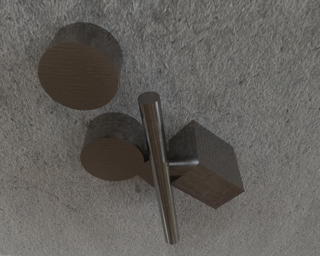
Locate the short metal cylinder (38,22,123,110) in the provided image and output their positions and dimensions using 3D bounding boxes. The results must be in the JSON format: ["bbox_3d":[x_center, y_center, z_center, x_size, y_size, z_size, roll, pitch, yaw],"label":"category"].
[{"bbox_3d":[-0.083,-0.066,0.334,0.081,0.050,0.079,0,130,0],"label":"short metal cylinder"}]

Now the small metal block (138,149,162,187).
[{"bbox_3d":[-0.006,0.055,0.454,0.050,0.025,0.050,-31,124,23],"label":"small metal block"}]

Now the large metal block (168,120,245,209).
[{"bbox_3d":[0.059,0.048,0.413,0.080,0.080,0.050,32,123,-25],"label":"large metal block"}]

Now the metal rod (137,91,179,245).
[{"bbox_3d":[0.004,0.079,0.441,0.025,0.025,0.298,-5,131,4],"label":"metal rod"}]

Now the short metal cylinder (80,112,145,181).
[{"bbox_3d":[-0.061,0.026,0.412,0.081,0.050,0.079,0,130,0],"label":"short metal cylinder"}]
